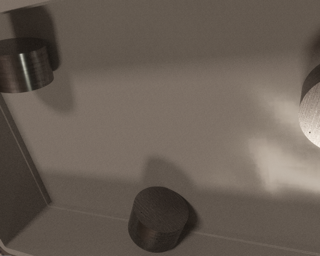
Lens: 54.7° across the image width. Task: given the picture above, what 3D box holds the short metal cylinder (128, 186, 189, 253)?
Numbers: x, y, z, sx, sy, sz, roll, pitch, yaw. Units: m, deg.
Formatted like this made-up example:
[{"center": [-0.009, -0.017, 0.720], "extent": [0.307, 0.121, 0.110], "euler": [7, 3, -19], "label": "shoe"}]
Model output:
[{"center": [-0.003, 0.133, 0.456], "extent": [0.080, 0.080, 0.050], "euler": [25, 127, 12], "label": "short metal cylinder"}]

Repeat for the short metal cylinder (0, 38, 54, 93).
[{"center": [-0.190, -0.086, 0.417], "extent": [0.080, 0.080, 0.050], "euler": [13, 124, 21], "label": "short metal cylinder"}]

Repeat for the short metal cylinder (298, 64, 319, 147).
[{"center": [0.174, -0.022, 0.287], "extent": [0.080, 0.050, 0.079], "euler": [13, 124, 20], "label": "short metal cylinder"}]
